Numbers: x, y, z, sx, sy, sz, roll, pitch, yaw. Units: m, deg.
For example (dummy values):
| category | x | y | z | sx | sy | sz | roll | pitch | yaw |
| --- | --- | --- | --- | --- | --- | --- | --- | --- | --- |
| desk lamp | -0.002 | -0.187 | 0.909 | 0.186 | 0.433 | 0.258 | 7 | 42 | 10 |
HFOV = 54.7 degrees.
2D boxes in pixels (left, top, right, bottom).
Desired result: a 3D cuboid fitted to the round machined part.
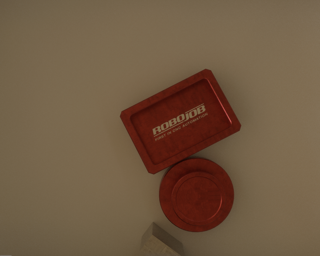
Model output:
| category | x | y | z | sx | sy | sz | roll | pitch | yaw |
| --- | --- | --- | --- | --- | --- | --- | --- | --- | --- |
| round machined part | 0.048 | 0.088 | 0.404 | 0.099 | 0.042 | 0.097 | 0 | 90 | -1 |

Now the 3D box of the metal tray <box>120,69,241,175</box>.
| category | x | y | z | sx | sy | sz | roll | pitch | yaw |
| --- | --- | --- | --- | --- | --- | --- | --- | --- | --- |
| metal tray | 0.026 | -0.008 | 0.404 | 0.131 | 0.030 | 0.090 | -27 | 85 | -1 |

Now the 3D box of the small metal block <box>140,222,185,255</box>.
| category | x | y | z | sx | sy | sz | roll | pitch | yaw |
| --- | --- | --- | --- | --- | --- | --- | --- | --- | --- |
| small metal block | 0.003 | 0.153 | 0.399 | 0.050 | 0.050 | 0.025 | 37 | 90 | -1 |
